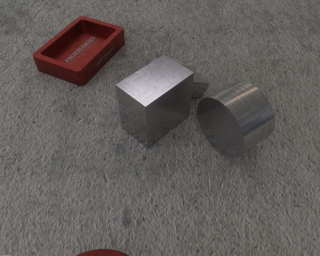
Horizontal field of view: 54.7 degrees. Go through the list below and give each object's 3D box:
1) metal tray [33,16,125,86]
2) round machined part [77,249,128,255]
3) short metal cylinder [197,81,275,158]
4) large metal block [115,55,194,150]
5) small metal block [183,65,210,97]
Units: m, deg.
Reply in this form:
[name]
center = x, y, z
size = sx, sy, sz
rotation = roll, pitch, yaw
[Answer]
[metal tray]
center = -0.128, -0.131, 0.508
size = 0.090, 0.030, 0.130
rotation = 21, 53, 16
[round machined part]
center = -0.051, 0.158, 0.259
size = 0.099, 0.042, 0.098
rotation = 0, 50, 0
[short metal cylinder]
center = 0.091, -0.011, 0.377
size = 0.050, 0.080, 0.080
rotation = -29, 56, -22
[large metal block]
center = -0.005, -0.033, 0.395
size = 0.050, 0.080, 0.080
rotation = 37, 59, 27
[small metal block]
center = 0.035, -0.069, 0.447
size = 0.050, 0.025, 0.050
rotation = -5, 42, -46
